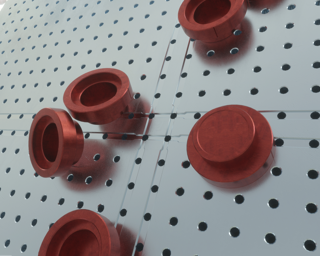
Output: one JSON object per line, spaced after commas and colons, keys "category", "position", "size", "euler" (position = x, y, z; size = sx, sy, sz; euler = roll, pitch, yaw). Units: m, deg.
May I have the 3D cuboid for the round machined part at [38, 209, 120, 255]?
{"category": "round machined part", "position": [-0.087, 0.147, 0.354], "size": [0.098, 0.042, 0.098], "euler": [-13, 56, 21]}

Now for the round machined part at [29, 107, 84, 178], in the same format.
{"category": "round machined part", "position": [-0.146, 0.021, 0.445], "size": [0.098, 0.042, 0.098], "euler": [-3, 86, 42]}

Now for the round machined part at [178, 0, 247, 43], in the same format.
{"category": "round machined part", "position": [0.080, -0.166, 0.458], "size": [0.098, 0.042, 0.098], "euler": [-13, 56, 21]}

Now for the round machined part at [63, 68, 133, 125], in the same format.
{"category": "round machined part", "position": [-0.088, -0.043, 0.459], "size": [0.098, 0.042, 0.098], "euler": [-7, 46, 8]}

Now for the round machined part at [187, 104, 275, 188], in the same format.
{"category": "round machined part", "position": [0.076, 0.014, 0.349], "size": [0.098, 0.042, 0.098], "euler": [-13, 56, 21]}
